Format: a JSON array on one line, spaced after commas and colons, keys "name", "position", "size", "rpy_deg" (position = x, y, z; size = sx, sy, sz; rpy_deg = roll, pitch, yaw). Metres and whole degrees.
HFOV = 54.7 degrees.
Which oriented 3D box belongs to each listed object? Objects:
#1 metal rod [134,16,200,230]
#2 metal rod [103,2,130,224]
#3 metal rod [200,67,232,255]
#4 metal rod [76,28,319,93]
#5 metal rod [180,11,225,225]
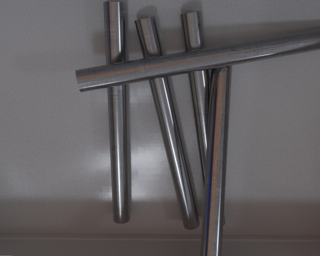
[{"name": "metal rod", "position": [0.015, 0.008, 0.414], "size": [0.025, 0.025, 0.298], "rpy_deg": [-12, 110, 4]}, {"name": "metal rod", "position": [-0.055, -0.005, 0.408], "size": [0.025, 0.025, 0.298], "rpy_deg": [1, 110, 0]}, {"name": "metal rod", "position": [0.066, 0.068, 0.374], "size": [0.025, 0.025, 0.298], "rpy_deg": [4, 86, -2]}, {"name": "metal rod", "position": [0.058, -0.080, 0.356], "size": [0.302, 0.025, 0.025], "rpy_deg": [-11, 110, -7]}, {"name": "metal rod", "position": [0.060, 0.003, 0.412], "size": [0.025, 0.025, 0.298], "rpy_deg": [-9, 110, 3]}]
